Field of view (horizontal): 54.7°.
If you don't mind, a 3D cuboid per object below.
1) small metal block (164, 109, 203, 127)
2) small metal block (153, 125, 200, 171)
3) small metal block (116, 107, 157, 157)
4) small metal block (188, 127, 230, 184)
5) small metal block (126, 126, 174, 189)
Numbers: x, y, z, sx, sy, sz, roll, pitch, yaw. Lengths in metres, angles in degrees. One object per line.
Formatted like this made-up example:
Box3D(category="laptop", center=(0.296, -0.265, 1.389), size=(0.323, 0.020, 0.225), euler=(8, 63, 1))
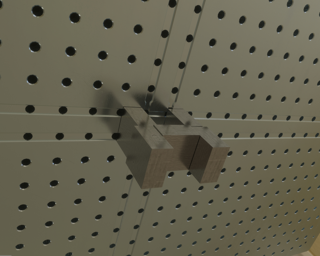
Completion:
Box3D(category="small metal block", center=(0.027, 0.008, 0.416), size=(0.025, 0.050, 0.050), euler=(-1, 119, -29))
Box3D(category="small metal block", center=(0.014, 0.024, 0.371), size=(0.050, 0.025, 0.050), euler=(1, 118, -29))
Box3D(category="small metal block", center=(-0.030, 0.008, 0.384), size=(0.025, 0.050, 0.050), euler=(1, 118, -29))
Box3D(category="small metal block", center=(0.053, 0.032, 0.379), size=(0.025, 0.050, 0.050), euler=(1, 118, -29))
Box3D(category="small metal block", center=(-0.013, 0.031, 0.342), size=(0.025, 0.050, 0.050), euler=(1, 118, -29))
